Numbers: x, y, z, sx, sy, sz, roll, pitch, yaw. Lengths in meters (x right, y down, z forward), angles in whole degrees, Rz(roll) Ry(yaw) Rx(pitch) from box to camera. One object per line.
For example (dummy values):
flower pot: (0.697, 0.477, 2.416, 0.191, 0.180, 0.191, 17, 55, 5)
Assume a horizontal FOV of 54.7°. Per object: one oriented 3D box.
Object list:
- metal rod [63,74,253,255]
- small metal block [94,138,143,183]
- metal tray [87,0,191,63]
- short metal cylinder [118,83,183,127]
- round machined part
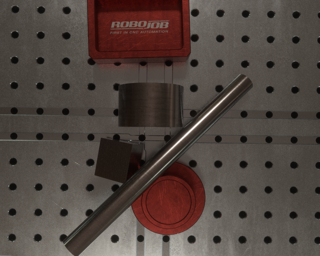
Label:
metal rod: (0.007, 0.037, 0.383, 0.301, 0.025, 0.025, -43, 90, -13)
small metal block: (-0.053, 0.042, 0.402, 0.050, 0.025, 0.050, 10, 90, 29)
metal tray: (-0.027, -0.134, 0.410, 0.131, 0.030, 0.089, -2, 90, -1)
short metal cylinder: (-0.011, -0.026, 0.386, 0.081, 0.080, 0.050, 1, 90, -1)
round machined part: (0.011, 0.092, 0.405, 0.099, 0.042, 0.097, 0, 90, -1)
